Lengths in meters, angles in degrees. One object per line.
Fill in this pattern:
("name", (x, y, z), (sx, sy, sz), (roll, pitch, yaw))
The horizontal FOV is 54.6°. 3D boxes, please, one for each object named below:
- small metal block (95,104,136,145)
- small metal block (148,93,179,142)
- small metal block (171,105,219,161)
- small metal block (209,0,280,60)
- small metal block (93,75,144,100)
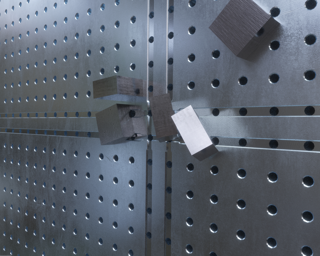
("small metal block", (-0.068, -0.005, 0.467), (0.050, 0.025, 0.050), (-20, 77, 38))
("small metal block", (0.005, -0.011, 0.386), (0.025, 0.050, 0.050), (-12, 81, 2))
("small metal block", (0.041, 0.007, 0.356), (0.025, 0.050, 0.050), (-30, 69, 9))
("small metal block", (0.090, -0.111, 0.336), (0.050, 0.025, 0.050), (-50, 61, 28))
("small metal block", (-0.060, -0.056, 0.444), (0.050, 0.050, 0.025), (-5, 87, 40))
